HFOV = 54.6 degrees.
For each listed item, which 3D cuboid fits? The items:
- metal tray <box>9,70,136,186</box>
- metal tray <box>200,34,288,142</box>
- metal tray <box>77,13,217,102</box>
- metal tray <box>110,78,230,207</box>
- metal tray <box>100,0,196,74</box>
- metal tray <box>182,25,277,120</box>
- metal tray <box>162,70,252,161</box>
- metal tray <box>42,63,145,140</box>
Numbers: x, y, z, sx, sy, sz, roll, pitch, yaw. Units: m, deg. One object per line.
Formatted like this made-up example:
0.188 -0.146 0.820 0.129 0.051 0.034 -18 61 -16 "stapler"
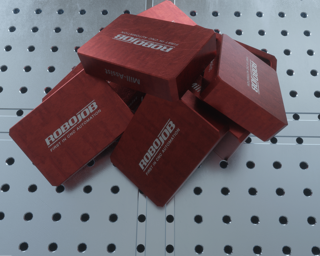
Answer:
-0.105 -0.003 0.385 0.130 0.030 0.090 -40 90 -2 "metal tray"
0.097 -0.053 0.362 0.090 0.030 0.130 33 36 -10 "metal tray"
-0.015 -0.084 0.346 0.130 0.030 0.090 21 56 28 "metal tray"
0.005 0.019 0.356 0.090 0.129 0.030 42 33 13 "metal tray"
-0.006 -0.119 0.432 0.131 0.030 0.090 -37 76 -27 "metal tray"
0.091 -0.072 0.412 0.131 0.030 0.090 17 69 -15 "metal tray"
0.051 -0.023 0.387 0.130 0.090 0.030 42 76 14 "metal tray"
-0.082 -0.051 0.427 0.090 0.030 0.130 37 74 12 "metal tray"
